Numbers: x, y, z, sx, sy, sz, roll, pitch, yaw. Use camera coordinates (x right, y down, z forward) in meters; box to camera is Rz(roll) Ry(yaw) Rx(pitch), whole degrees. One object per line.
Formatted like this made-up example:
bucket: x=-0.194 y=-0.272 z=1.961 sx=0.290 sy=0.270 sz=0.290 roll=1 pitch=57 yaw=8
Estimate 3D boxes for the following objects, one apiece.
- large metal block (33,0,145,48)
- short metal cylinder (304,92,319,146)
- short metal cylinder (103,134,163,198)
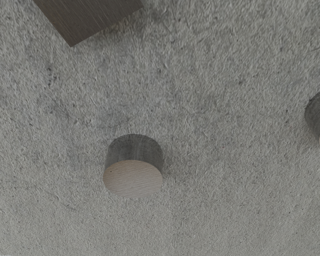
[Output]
large metal block: x=-0.068 y=-0.133 z=0.277 sx=0.080 sy=0.050 sz=0.080 roll=-23 pitch=127 yaw=18
short metal cylinder: x=0.230 y=-0.010 z=0.385 sx=0.081 sy=0.050 sz=0.079 roll=0 pitch=130 yaw=0
short metal cylinder: x=-0.037 y=0.055 z=0.437 sx=0.081 sy=0.050 sz=0.079 roll=0 pitch=130 yaw=0
